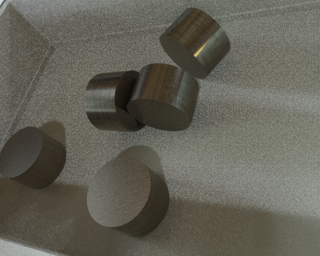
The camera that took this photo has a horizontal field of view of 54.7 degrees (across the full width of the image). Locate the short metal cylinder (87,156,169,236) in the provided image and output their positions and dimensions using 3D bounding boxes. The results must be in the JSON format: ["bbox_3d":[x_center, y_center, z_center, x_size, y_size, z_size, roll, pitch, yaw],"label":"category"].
[{"bbox_3d":[-0.036,0.079,0.359,0.080,0.050,0.080,-13,56,20],"label":"short metal cylinder"}]

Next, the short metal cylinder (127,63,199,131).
[{"bbox_3d":[0.004,-0.036,0.389,0.080,0.080,0.050,3,63,29],"label":"short metal cylinder"}]

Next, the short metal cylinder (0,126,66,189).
[{"bbox_3d":[-0.188,0.045,0.459,0.080,0.050,0.080,-13,56,20],"label":"short metal cylinder"}]

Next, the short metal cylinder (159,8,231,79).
[{"bbox_3d":[0.046,-0.111,0.414,0.050,0.080,0.080,-48,52,-5],"label":"short metal cylinder"}]

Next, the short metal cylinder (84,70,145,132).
[{"bbox_3d":[-0.054,-0.036,0.418,0.050,0.080,0.080,1,62,32],"label":"short metal cylinder"}]
